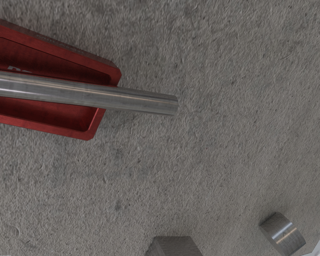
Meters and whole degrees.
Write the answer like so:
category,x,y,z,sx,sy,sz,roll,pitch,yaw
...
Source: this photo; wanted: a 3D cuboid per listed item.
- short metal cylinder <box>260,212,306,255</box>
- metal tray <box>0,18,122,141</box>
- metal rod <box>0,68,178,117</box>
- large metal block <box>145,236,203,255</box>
category,x,y,z,sx,sy,sz,roll,pitch,yaw
short metal cylinder,0.256,0.225,0.651,0.050,0.080,0.080,-37,129,-4
metal tray,-0.116,-0.043,0.313,0.131,0.030,0.089,15,110,-35
metal rod,-0.115,-0.037,0.281,0.302,0.025,0.025,5,116,-31
large metal block,0.030,0.235,0.534,0.081,0.080,0.050,13,112,-34
